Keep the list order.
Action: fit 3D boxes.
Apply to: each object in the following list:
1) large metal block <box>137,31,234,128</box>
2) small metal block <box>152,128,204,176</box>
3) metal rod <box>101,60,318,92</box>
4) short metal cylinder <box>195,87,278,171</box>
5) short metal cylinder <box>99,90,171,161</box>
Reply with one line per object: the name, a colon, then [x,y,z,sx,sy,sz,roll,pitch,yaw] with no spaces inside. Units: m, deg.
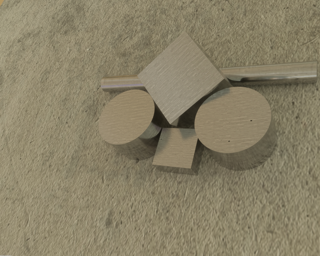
large metal block: [0.032,-0.057,0.384,0.080,0.050,0.080,-41,66,17]
small metal block: [0.024,0.028,0.376,0.050,0.025,0.050,2,63,29]
metal rod: [0.046,-0.067,0.422,0.300,0.025,0.025,1,62,28]
short metal cylinder: [0.085,0.001,0.344,0.080,0.050,0.080,-13,56,21]
short metal cylinder: [-0.033,-0.004,0.408,0.080,0.050,0.080,-13,56,21]
